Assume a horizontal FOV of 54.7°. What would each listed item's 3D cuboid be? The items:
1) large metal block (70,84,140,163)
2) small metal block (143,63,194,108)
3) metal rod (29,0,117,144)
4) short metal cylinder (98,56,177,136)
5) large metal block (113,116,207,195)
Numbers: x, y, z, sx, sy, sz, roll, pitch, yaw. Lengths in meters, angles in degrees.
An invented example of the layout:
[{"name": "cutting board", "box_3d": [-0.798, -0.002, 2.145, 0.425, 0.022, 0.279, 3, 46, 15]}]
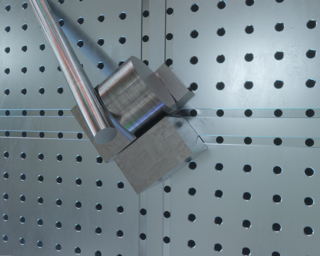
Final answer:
[{"name": "large metal block", "box_3d": [-0.055, -0.005, 0.402, 0.050, 0.080, 0.080, -39, 78, 16]}, {"name": "small metal block", "box_3d": [0.007, -0.049, 0.410, 0.050, 0.025, 0.050, -43, 77, 14]}, {"name": "metal rod", "box_3d": [-0.124, -0.097, 0.399, 0.025, 0.025, 0.300, -43, 56, 15]}, {"name": "short metal cylinder", "box_3d": [-0.025, -0.037, 0.364, 0.050, 0.080, 0.080, -38, 78, 16]}, {"name": "large metal block", "box_3d": [0.004, 0.031, 0.379, 0.080, 0.080, 0.050, -39, 78, 15]}]
